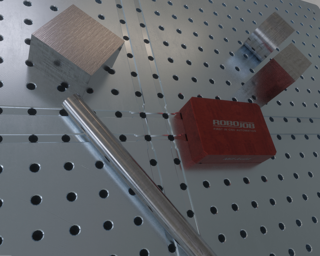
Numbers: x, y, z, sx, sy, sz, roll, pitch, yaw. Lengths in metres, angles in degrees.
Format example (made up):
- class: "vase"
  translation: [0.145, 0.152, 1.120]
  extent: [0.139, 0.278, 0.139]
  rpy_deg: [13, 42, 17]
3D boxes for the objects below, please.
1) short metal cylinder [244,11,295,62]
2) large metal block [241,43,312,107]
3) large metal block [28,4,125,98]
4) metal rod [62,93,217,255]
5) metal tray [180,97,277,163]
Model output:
- class: "short metal cylinder"
  translation: [0.207, -0.173, 0.589]
  extent: [0.050, 0.080, 0.080]
  rpy_deg: [46, 51, 4]
- class: "large metal block"
  translation: [0.201, -0.091, 0.536]
  extent: [0.050, 0.080, 0.080]
  rpy_deg: [49, 51, 5]
- class: "large metal block"
  translation: [-0.105, -0.098, 0.395]
  extent: [0.080, 0.050, 0.080]
  rpy_deg: [35, 51, -5]
- class: "metal rod"
  translation: [-0.008, 0.079, 0.354]
  extent: [0.300, 0.025, 0.025]
  rpy_deg: [49, 51, 6]
- class: "metal tray"
  translation: [0.101, 0.004, 0.457]
  extent: [0.131, 0.030, 0.090]
  rpy_deg: [3, 60, -27]
